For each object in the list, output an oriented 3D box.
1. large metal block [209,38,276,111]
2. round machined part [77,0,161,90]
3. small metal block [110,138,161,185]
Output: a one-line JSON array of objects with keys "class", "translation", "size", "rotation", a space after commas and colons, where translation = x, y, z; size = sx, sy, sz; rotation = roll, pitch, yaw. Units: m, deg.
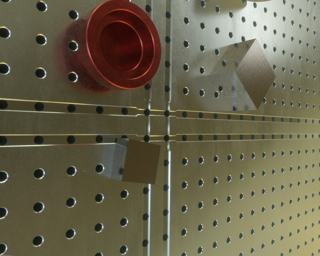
[{"class": "large metal block", "translation": [0.137, -0.085, 0.507], "size": [0.080, 0.050, 0.080], "rotation": [51, 60, -28]}, {"class": "round machined part", "translation": [-0.049, -0.092, 0.356], "size": [0.099, 0.042, 0.097], "rotation": [0, 90, -40]}, {"class": "small metal block", "translation": [-0.029, 0.042, 0.384], "size": [0.050, 0.025, 0.050], "rotation": [15, 81, -39]}]
